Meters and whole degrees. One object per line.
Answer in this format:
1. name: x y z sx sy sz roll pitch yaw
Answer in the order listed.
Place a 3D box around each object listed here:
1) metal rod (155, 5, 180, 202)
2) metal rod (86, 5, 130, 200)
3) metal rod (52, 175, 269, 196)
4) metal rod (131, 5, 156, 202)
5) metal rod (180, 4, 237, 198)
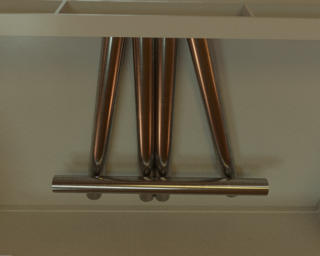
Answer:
1. metal rod: 0.006 -0.004 0.404 0.025 0.025 0.298 0 130 -1
2. metal rod: -0.074 -0.006 0.402 0.025 0.025 0.298 9 130 -8
3. metal rod: 0.001 0.082 0.443 0.302 0.025 0.025 1 130 -1
4. metal rod: -0.019 -0.004 0.404 0.025 0.025 0.298 1 130 -1
5. metal rod: 0.074 -0.009 0.401 0.025 0.025 0.299 -12 129 10
